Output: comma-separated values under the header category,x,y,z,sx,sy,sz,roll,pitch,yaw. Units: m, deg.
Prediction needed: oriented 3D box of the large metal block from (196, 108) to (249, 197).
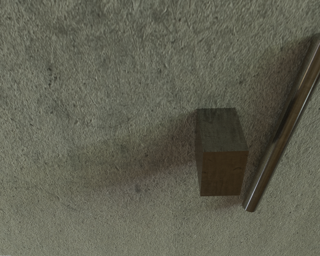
category,x,y,z,sx,sy,sz,roll,pitch,yaw
large metal block,0.075,0.030,0.397,0.050,0.080,0.079,-2,130,1

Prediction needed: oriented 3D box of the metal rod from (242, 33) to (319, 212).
category,x,y,z,sx,sy,sz,roll,pitch,yaw
metal rod,0.163,0.018,0.423,0.025,0.025,0.298,4,130,-3
